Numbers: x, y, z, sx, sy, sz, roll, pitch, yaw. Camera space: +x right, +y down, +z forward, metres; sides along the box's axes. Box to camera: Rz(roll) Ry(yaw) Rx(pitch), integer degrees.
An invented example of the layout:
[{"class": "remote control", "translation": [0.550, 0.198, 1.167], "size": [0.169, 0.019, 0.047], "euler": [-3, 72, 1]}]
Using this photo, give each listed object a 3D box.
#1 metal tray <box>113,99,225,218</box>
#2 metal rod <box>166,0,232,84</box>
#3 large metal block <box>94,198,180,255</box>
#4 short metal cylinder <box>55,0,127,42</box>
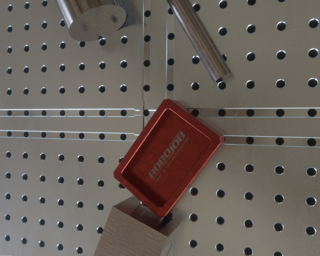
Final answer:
[{"class": "metal tray", "translation": [0.010, 0.039, 0.406], "size": [0.090, 0.030, 0.129], "euler": [38, 102, 16]}, {"class": "metal rod", "translation": [0.009, -0.192, 0.409], "size": [0.025, 0.025, 0.299], "euler": [-31, 80, 17]}, {"class": "large metal block", "translation": [-0.031, 0.151, 0.410], "size": [0.080, 0.050, 0.080], "euler": [24, 98, 18]}, {"class": "short metal cylinder", "translation": [-0.092, -0.160, 0.416], "size": [0.080, 0.080, 0.050], "euler": [-27, 81, 18]}]
